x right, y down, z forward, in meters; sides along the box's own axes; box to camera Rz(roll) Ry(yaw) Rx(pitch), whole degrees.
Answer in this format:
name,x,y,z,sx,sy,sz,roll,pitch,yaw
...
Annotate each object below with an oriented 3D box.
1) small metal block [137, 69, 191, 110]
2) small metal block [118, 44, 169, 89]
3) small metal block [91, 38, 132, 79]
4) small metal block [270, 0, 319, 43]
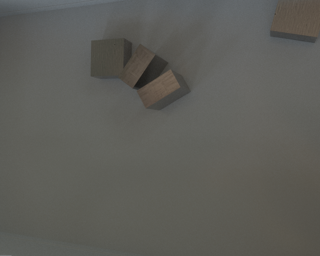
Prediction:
name,x,y,z,sx,sy,sz,roll,pitch,yaw
small metal block,0.006,-0.047,0.394,0.050,0.050,0.025,-30,80,17
small metal block,-0.021,-0.076,0.404,0.025,0.050,0.050,39,102,15
small metal block,-0.068,-0.096,0.433,0.050,0.025,0.050,1,91,19
small metal block,0.159,-0.129,0.355,0.050,0.025,0.050,15,95,19
